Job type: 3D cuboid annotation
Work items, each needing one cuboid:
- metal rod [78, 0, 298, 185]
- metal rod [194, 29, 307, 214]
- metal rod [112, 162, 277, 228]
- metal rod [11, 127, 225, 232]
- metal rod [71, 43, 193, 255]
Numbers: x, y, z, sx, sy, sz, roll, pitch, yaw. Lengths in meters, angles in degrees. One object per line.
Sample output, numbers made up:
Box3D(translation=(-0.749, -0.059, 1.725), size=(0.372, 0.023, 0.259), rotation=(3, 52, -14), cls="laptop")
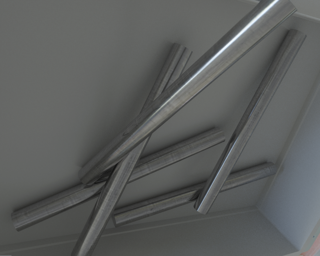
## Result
Box3D(translation=(0.002, -0.020, 0.321), size=(0.025, 0.025, 0.299), rotation=(22, 131, -37), cls="metal rod")
Box3D(translation=(0.129, -0.002, 0.462), size=(0.025, 0.025, 0.298), rotation=(19, 103, -36), cls="metal rod")
Box3D(translation=(0.069, 0.104, 0.512), size=(0.303, 0.025, 0.025), rotation=(-12, 124, -22), cls="metal rod")
Box3D(translation=(-0.044, 0.063, 0.424), size=(0.302, 0.025, 0.025), rotation=(-22, 127, -16), cls="metal rod")
Box3D(translation=(-0.038, 0.037, 0.387), size=(0.025, 0.025, 0.298), rotation=(21, 100, -36), cls="metal rod")
